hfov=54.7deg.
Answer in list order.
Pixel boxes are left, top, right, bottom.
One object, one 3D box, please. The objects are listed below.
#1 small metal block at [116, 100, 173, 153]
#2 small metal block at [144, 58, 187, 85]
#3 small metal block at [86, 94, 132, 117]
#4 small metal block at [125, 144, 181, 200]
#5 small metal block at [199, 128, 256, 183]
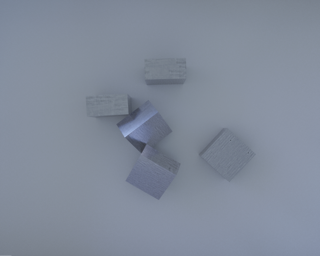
[{"bbox_3d":[-0.019,0.000,0.396,0.050,0.050,0.025,-38,53,0],"label":"small metal block"},{"bbox_3d":[0.007,-0.072,0.399,0.050,0.050,0.025,-2,90,0],"label":"small metal block"},{"bbox_3d":[-0.064,-0.028,0.398,0.050,0.050,0.025,-3,90,0],"label":"small metal block"},{"bbox_3d":[-0.009,0.057,0.400,0.050,0.025,0.050,30,121,-1],"label":"small metal block"},{"bbox_3d":[0.088,0.035,0.412,0.050,0.025,0.050,43,90,0],"label":"small metal block"}]
